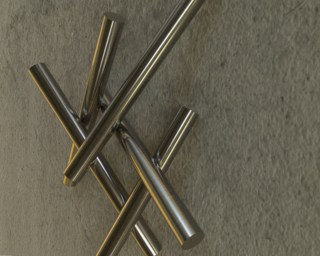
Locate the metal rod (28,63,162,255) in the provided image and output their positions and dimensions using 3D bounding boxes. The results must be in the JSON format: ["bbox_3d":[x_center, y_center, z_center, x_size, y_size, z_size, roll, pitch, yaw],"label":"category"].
[{"bbox_3d":[-0.089,0.041,0.421,0.025,0.025,0.299,-36,85,34],"label":"metal rod"}]

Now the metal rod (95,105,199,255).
[{"bbox_3d":[-0.037,0.107,0.388,0.025,0.025,0.299,33,96,35],"label":"metal rod"}]

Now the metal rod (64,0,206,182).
[{"bbox_3d":[-0.027,-0.058,0.378,0.025,0.025,0.299,41,100,32],"label":"metal rod"}]

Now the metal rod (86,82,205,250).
[{"bbox_3d":[-0.037,0.018,0.389,0.025,0.025,0.300,-60,43,23],"label":"metal rod"}]

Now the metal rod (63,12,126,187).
[{"bbox_3d":[-0.102,-0.018,0.441,0.025,0.025,0.298,49,133,28],"label":"metal rod"}]
